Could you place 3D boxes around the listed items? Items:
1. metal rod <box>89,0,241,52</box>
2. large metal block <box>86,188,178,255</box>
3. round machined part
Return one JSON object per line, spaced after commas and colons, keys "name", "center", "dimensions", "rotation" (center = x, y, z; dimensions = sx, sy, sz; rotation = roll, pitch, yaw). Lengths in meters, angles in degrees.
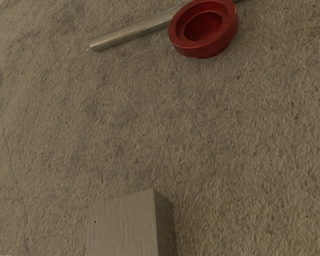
{"name": "metal rod", "center": [0.017, -0.181, 0.506], "dimensions": [0.301, 0.025, 0.025], "rotation": [-14, 56, 20]}
{"name": "large metal block", "center": [-0.030, 0.119, 0.330], "dimensions": [0.080, 0.050, 0.080], "rotation": [-18, 55, 18]}
{"name": "round machined part", "center": [0.065, -0.139, 0.444], "dimensions": [0.098, 0.042, 0.098], "rotation": [-13, 56, 21]}
